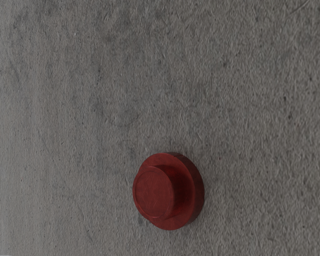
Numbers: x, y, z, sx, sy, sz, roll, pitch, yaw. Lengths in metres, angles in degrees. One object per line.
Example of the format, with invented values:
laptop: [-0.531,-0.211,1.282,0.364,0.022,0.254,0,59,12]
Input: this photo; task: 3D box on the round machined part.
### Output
round machined part: [0.003,0.080,0.392,0.098,0.042,0.097,0,90,40]
